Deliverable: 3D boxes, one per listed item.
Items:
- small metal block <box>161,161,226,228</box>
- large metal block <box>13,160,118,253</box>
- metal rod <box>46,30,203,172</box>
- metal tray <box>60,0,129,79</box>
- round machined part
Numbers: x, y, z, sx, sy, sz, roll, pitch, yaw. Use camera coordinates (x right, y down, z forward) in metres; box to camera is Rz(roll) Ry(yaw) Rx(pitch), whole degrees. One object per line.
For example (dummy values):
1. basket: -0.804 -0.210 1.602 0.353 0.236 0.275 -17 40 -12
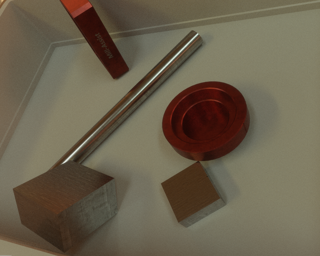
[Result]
1. small metal block: 0.036 0.073 0.341 0.050 0.025 0.050 -32 52 7
2. large metal block: -0.109 0.087 0.366 0.080 0.050 0.081 15 28 33
3. metal rod: -0.051 -0.029 0.448 0.300 0.025 0.025 -45 51 -4
4. metal tray: -0.102 -0.147 0.478 0.030 0.130 0.090 -35 51 -3
5. round machined part: 0.056 -0.004 0.364 0.098 0.042 0.098 -13 52 18
